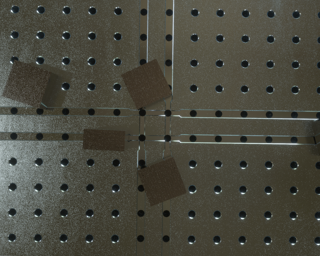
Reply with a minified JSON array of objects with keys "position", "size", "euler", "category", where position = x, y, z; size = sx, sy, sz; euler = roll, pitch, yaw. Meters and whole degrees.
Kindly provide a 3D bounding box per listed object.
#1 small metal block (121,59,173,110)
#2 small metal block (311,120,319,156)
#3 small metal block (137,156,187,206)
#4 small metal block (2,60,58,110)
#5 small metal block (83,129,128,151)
[{"position":[-0.017,-0.057,0.413],"size":[0.050,0.025,0.050],"euler":[-25,90,-1],"category":"small metal block"},{"position":[0.239,0.008,0.417],"size":[0.050,0.025,0.050],"euler":[-14,90,-1],"category":"small metal block"},{"position":[0.003,0.070,0.414],"size":[0.050,0.025,0.050],"euler":[-21,90,-1],"category":"small metal block"},{"position":[-0.172,-0.057,0.411],"size":[0.050,0.025,0.050],"euler":[19,90,-1],"category":"small metal block"},{"position":[-0.068,0.014,0.400],"size":[0.050,0.050,0.025],"euler":[3,90,-1],"category":"small metal block"}]
